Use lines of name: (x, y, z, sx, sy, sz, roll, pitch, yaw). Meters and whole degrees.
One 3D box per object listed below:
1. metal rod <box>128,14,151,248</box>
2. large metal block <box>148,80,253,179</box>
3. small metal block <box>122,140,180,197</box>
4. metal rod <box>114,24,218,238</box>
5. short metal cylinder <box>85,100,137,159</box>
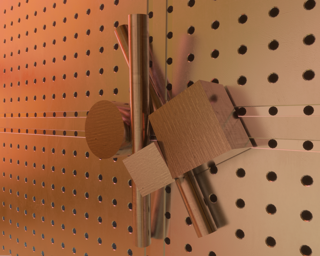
metal rod: (-0.025, 0.011, 0.400, 0.025, 0.025, 0.298, 8, 103, 39)
large metal block: (0.044, 0.003, 0.352, 0.080, 0.050, 0.080, -34, 69, 35)
small metal block: (-0.009, 0.047, 0.370, 0.050, 0.025, 0.050, -32, 85, 27)
metal rod: (0.001, -0.009, 0.403, 0.025, 0.025, 0.299, -35, 69, 34)
short metal cylinder: (-0.061, 0.002, 0.439, 0.080, 0.050, 0.079, 0, 90, 39)
